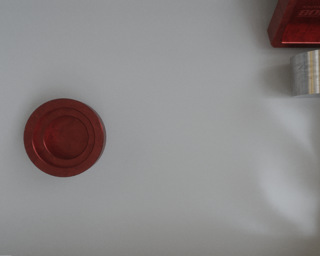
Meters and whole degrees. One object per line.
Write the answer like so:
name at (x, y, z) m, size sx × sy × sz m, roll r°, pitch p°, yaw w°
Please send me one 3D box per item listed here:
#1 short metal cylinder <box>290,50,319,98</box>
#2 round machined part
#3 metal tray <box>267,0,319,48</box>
short metal cylinder at (0.206, -0.066, 0.387) m, size 0.081 × 0.080 × 0.050 m, roll -2°, pitch 90°, yaw -1°
round machined part at (-0.119, 0.012, 0.401) m, size 0.099 × 0.042 × 0.097 m, roll 0°, pitch 90°, yaw -1°
metal tray at (0.211, -0.142, 0.380) m, size 0.131 × 0.090 × 0.030 m, roll 0°, pitch 59°, yaw -1°
